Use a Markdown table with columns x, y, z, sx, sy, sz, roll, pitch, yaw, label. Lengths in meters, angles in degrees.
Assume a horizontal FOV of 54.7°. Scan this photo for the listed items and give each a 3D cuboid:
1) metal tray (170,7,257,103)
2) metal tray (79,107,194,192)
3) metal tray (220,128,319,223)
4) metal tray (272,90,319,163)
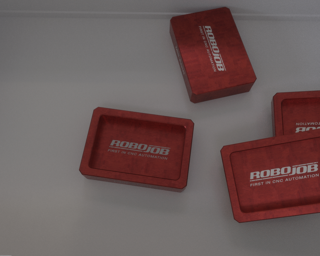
| x | y | z | sx | sy | sz | roll | pitch | yaw | label |
| --- | --- | --- | --- | --- | --- | --- | --- | --- | --- |
| 0.073 | -0.107 | 0.446 | 0.091 | 0.030 | 0.130 | -13 | 71 | -5 | metal tray |
| -0.027 | 0.027 | 0.396 | 0.131 | 0.030 | 0.090 | 8 | 70 | 3 | metal tray |
| 0.144 | 0.054 | 0.360 | 0.130 | 0.030 | 0.090 | -12 | 82 | 12 | metal tray |
| 0.211 | 0.000 | 0.386 | 0.130 | 0.030 | 0.090 | -2 | 78 | 14 | metal tray |
